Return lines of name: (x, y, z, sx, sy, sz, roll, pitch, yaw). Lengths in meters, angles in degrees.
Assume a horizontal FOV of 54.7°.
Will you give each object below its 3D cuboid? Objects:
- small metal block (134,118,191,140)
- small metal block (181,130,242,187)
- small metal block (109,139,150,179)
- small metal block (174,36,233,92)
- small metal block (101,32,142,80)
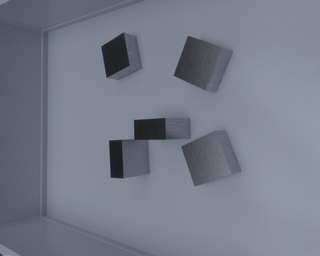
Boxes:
small metal block: (0.003, 0.002, 0.388, 0.050, 0.050, 0.025, -2, 89, 40)
small metal block: (0.059, 0.035, 0.359, 0.050, 0.025, 0.050, -29, 72, 36)
small metal block: (-0.041, 0.041, 0.425, 0.025, 0.050, 0.050, -5, 87, 40)
small metal block: (0.050, -0.075, 0.365, 0.050, 0.025, 0.050, 32, 110, 35)
small metal block: (-0.057, -0.104, 0.454, 0.050, 0.025, 0.050, -18, 79, 38)
